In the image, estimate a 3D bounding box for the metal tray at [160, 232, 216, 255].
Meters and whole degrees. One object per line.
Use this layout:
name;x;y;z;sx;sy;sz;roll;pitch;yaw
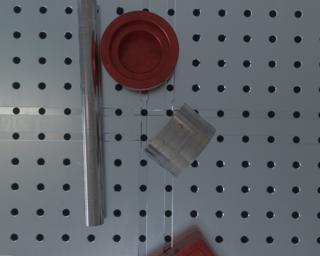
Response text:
metal tray;0.024;0.213;0.411;0.130;0.030;0.090;-34;90;0

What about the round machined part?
round machined part;-0.025;-0.097;0.404;0.099;0.042;0.097;0;90;0

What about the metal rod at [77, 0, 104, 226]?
metal rod;-0.092;-0.022;0.412;0.025;0.025;0.298;-2;90;0

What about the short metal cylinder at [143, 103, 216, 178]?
short metal cylinder;0.024;0.015;0.386;0.050;0.080;0.080;41;90;0
